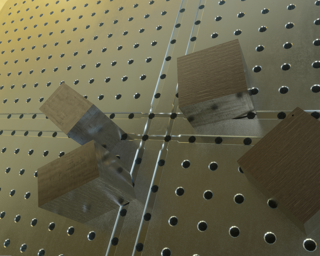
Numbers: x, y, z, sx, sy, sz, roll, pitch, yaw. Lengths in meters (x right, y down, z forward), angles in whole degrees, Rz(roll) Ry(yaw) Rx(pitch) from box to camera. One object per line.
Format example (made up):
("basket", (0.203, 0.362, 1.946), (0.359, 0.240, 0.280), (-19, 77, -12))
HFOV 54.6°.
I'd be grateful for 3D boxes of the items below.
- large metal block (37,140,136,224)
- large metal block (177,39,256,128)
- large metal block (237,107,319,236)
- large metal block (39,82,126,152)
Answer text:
("large metal block", (-0.088, 0.069, 0.378), (0.080, 0.080, 0.050), (-27, 52, 11))
("large metal block", (0.069, -0.055, 0.390), (0.080, 0.050, 0.080), (-13, 56, 21))
("large metal block", (0.136, 0.040, 0.296), (0.080, 0.050, 0.080), (-42, 51, -1))
("large metal block", (-0.108, -0.009, 0.437), (0.080, 0.080, 0.050), (33, 81, 38))
